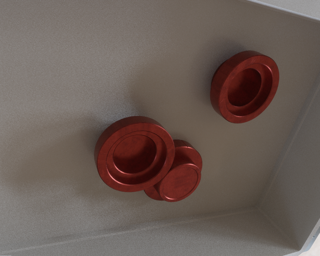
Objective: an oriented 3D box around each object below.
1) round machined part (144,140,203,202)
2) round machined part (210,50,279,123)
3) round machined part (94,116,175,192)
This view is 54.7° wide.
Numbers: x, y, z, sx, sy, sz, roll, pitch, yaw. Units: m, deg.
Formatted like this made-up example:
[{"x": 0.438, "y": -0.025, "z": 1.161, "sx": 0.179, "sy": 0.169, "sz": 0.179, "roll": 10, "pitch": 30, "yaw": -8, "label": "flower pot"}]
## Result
[{"x": 0.021, "y": 0.069, "z": 0.454, "sx": 0.099, "sy": 0.042, "sz": 0.097, "roll": -14, "pitch": 125, "yaw": -21, "label": "round machined part"}, {"x": 0.110, "y": -0.058, "z": 0.424, "sx": 0.099, "sy": 0.042, "sz": 0.097, "roll": -14, "pitch": 125, "yaw": -21, "label": "round machined part"}, {"x": -0.034, "y": 0.029, "z": 0.393, "sx": 0.099, "sy": 0.042, "sz": 0.097, "roll": -9, "pitch": 117, "yaw": -18, "label": "round machined part"}]
